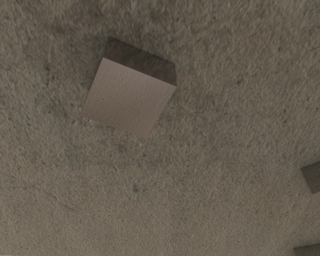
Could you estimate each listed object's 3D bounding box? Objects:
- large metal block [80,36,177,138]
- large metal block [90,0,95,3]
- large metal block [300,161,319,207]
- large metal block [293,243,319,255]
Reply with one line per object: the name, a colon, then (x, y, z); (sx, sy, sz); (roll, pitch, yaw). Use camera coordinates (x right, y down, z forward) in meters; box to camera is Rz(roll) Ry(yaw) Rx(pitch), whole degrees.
large metal block: (-0.036, -0.044, 0.353); (0.081, 0.050, 0.079); (20, 127, -17)
large metal block: (-0.039, -0.156, 0.238); (0.080, 0.080, 0.050); (-35, 122, 26)
large metal block: (0.274, 0.086, 0.469); (0.080, 0.050, 0.080); (-28, 125, 21)
large metal block: (0.328, 0.281, 0.635); (0.080, 0.050, 0.080); (-17, 128, 14)
